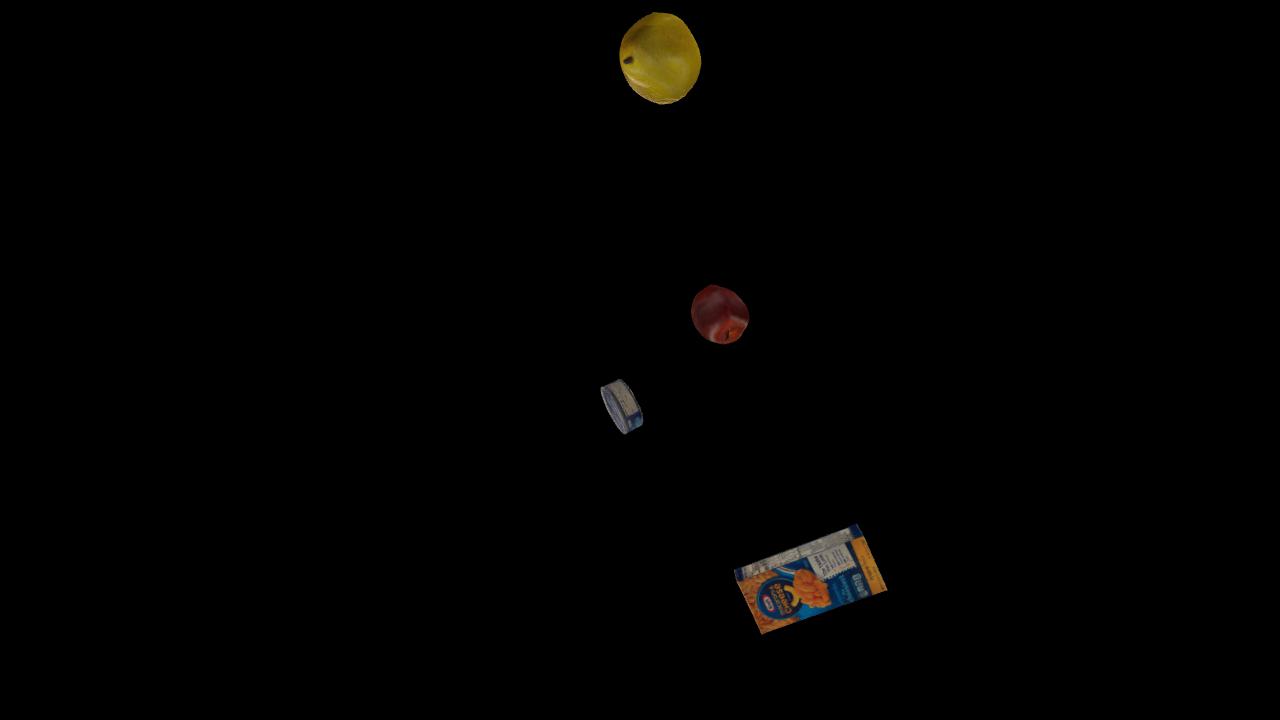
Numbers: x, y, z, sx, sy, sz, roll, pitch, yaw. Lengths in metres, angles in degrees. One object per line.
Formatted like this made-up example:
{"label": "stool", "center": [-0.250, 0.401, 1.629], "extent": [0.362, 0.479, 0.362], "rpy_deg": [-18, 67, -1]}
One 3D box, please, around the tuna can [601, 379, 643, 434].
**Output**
{"label": "tuna can", "center": [-0.028, 0.073, 0.972], "extent": [0.034, 0.084, 0.084], "rpy_deg": [-26, 7, -16]}

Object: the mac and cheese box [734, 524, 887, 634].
{"label": "mac and cheese box", "center": [0.235, 0.305, 0.854], "extent": [0.184, 0.093, 0.041], "rpy_deg": [-24, 12, 8]}

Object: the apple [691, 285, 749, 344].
{"label": "apple", "center": [0.112, -0.064, 0.880], "extent": [0.079, 0.093, 0.079], "rpy_deg": [-11, -38, -9]}

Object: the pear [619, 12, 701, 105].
{"label": "pear", "center": [0.005, -0.280, 0.569], "extent": [0.080, 0.080, 0.111], "rpy_deg": [0, 15, 37]}
